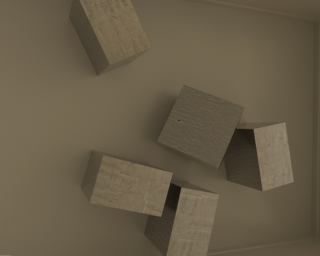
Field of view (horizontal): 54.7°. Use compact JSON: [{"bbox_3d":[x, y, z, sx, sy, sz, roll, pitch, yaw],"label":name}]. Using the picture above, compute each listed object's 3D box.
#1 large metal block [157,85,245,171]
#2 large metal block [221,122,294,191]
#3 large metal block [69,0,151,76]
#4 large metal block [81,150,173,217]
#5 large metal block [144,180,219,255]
[{"bbox_3d":[0.053,0.001,0.399,0.080,0.050,0.080,23,81,14],"label":"large metal block"},{"bbox_3d":[0.132,0.036,0.432,0.050,0.080,0.079,-11,94,-20],"label":"large metal block"},{"bbox_3d":[-0.061,-0.112,0.359,0.050,0.080,0.080,-28,100,-18],"label":"large metal block"},{"bbox_3d":[-0.042,0.063,0.367,0.081,0.080,0.050,17,84,-20],"label":"large metal block"},{"bbox_3d":[0.024,0.111,0.392,0.050,0.080,0.080,14,85,-20],"label":"large metal block"}]
